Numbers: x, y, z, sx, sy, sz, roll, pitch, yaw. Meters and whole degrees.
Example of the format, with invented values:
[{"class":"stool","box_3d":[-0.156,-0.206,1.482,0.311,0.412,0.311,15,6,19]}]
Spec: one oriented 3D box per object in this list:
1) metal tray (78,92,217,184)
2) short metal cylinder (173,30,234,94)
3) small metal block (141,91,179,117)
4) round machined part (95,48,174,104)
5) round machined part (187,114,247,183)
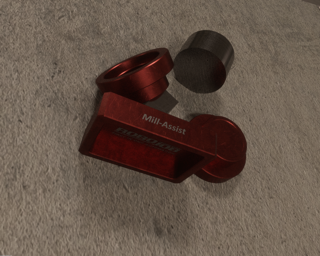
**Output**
[{"class":"metal tray","box_3d":[-0.014,0.017,0.345,0.131,0.090,0.030,20,54,-17]},{"class":"short metal cylinder","box_3d":[0.066,-0.099,0.467,0.080,0.080,0.050,34,51,-6]},{"class":"small metal block","box_3d":[-0.010,-0.016,0.394,0.025,0.050,0.050,45,51,2]},{"class":"round machined part","box_3d":[-0.028,-0.061,0.392,0.098,0.098,0.042,-46,121,-39]},{"class":"round machined part","box_3d":[0.078,0.022,0.424,0.099,0.042,0.098,14,56,-21]}]
